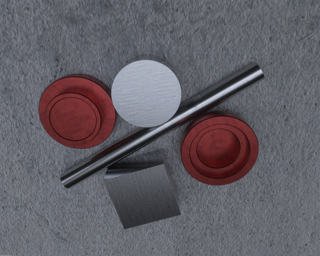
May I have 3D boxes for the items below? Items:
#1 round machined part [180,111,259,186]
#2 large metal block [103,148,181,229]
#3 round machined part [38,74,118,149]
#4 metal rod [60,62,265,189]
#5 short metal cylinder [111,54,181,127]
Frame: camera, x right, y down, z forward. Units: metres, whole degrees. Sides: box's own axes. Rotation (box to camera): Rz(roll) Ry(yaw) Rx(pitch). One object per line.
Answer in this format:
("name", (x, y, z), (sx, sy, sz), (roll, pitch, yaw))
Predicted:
("round machined part", (0.076, 0.024, 0.411), (0.099, 0.042, 0.097), (0, 110, 0))
("large metal block", (-0.022, 0.083, 0.429), (0.080, 0.050, 0.080), (-16, 110, 6))
("round machined part", (-0.105, -0.017, 0.394), (0.099, 0.042, 0.097), (0, 110, 0))
("metal rod", (-0.004, 0.002, 0.412), (0.300, 0.025, 0.025), (-30, 108, 10))
("short metal cylinder", (-0.016, -0.047, 0.380), (0.081, 0.050, 0.079), (0, 110, 0))
